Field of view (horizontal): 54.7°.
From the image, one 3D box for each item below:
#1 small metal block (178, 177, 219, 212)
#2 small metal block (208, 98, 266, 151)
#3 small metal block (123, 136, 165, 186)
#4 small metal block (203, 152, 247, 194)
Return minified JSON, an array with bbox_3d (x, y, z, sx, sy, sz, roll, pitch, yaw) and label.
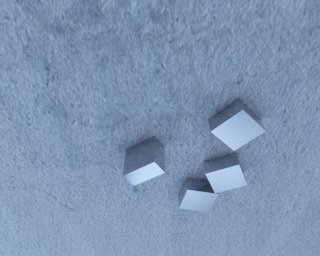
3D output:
[{"bbox_3d":[0.061,0.108,0.501,0.050,0.025,0.050,10,130,-9],"label":"small metal block"},{"bbox_3d":[0.100,-0.004,0.406,0.050,0.025,0.050,37,121,-28],"label":"small metal block"},{"bbox_3d":[-0.021,0.045,0.429,0.050,0.050,0.025,-26,126,20],"label":"small metal block"},{"bbox_3d":[0.098,0.068,0.467,0.050,0.025,0.050,-18,128,14],"label":"small metal block"}]
